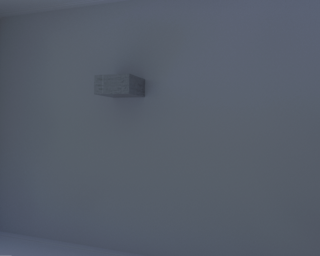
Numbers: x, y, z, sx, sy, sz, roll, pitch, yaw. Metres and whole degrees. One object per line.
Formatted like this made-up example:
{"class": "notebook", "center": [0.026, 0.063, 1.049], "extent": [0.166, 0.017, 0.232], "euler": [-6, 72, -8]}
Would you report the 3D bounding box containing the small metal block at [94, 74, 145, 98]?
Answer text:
{"class": "small metal block", "center": [-0.053, -0.056, 0.416], "extent": [0.050, 0.050, 0.025], "euler": [1, 91, 20]}
